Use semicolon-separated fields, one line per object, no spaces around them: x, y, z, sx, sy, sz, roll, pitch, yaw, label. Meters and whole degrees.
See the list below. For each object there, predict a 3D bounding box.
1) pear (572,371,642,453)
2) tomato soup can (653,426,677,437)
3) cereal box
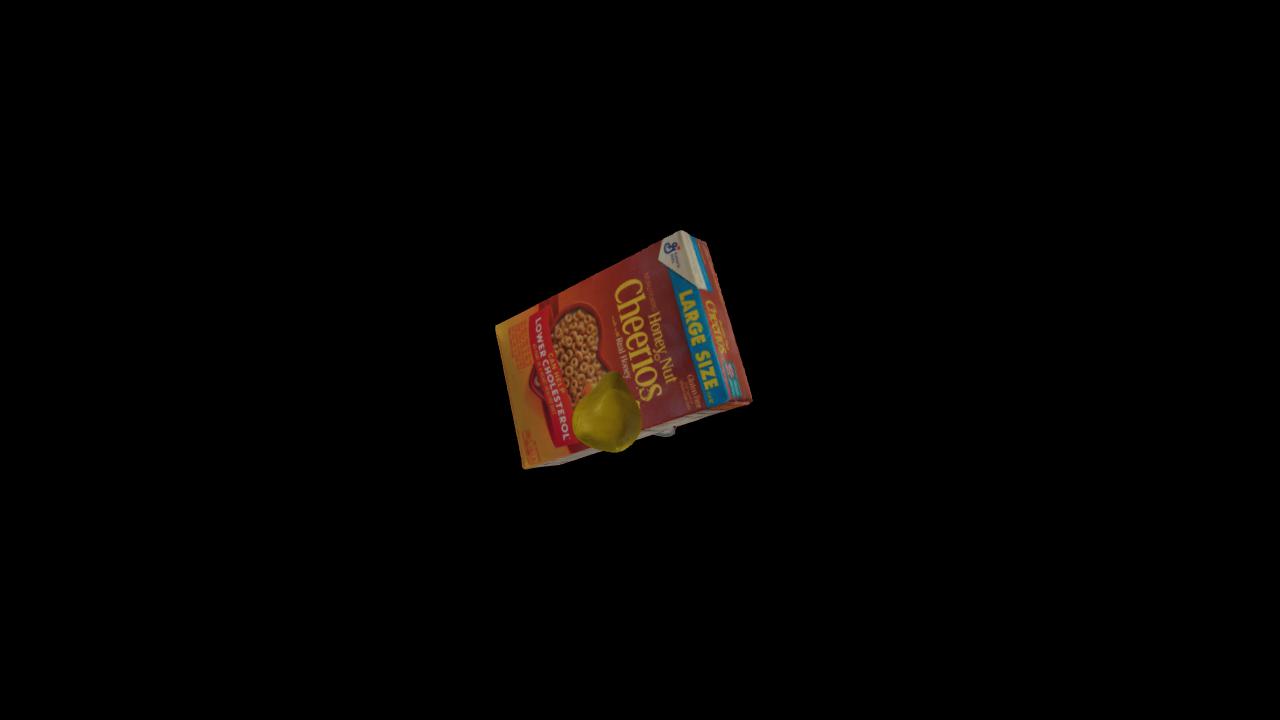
-0.029;0.048;0.702;0.080;0.111;0.080;18;-21;7;pear
0.031;0.034;0.756;0.068;0.101;0.068;21;-29;12;tomato soup can
-0.033;-0.001;0.755;0.306;0.203;0.081;-22;-15;31;cereal box
